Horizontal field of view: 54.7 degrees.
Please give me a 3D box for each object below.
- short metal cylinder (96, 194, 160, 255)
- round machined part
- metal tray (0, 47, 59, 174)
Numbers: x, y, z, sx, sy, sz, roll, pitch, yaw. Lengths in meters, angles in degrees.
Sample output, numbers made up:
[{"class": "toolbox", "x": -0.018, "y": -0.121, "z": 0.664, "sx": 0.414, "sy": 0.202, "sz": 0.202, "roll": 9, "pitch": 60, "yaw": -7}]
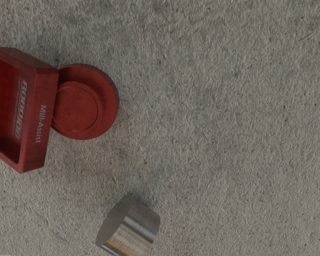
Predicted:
[{"class": "short metal cylinder", "x": -0.045, "y": 0.141, "z": 0.432, "sx": 0.050, "sy": 0.080, "sz": 0.080, "roll": 39, "pitch": 106, "yaw": -13}, {"class": "round machined part", "x": -0.102, "y": -0.029, "z": 0.389, "sx": 0.099, "sy": 0.042, "sz": 0.097, "roll": 0, "pitch": 110, "yaw": 0}, {"class": "metal tray", "x": -0.172, "y": -0.022, "z": 0.372, "sx": 0.090, "sy": 0.030, "sz": 0.129, "roll": 27, "pitch": 112, "yaw": 27}]
